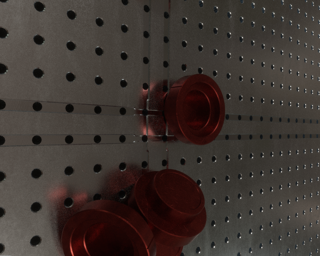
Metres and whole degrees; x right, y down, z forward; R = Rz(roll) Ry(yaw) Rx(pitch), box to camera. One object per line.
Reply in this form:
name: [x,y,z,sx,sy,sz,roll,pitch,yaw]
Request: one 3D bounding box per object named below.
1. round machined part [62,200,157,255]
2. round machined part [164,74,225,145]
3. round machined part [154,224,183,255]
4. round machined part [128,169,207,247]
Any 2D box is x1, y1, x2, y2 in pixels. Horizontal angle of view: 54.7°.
round machined part: [-0.050,0.120,0.331,0.042,0.098,0.097,-43,121,-67]
round machined part: [0.045,-0.025,0.438,0.099,0.042,0.097,0,90,-40]
round machined part: [-0.007,0.142,0.394,0.099,0.042,0.097,0,91,-40]
round machined part: [0.015,0.088,0.375,0.099,0.098,0.042,1,132,-40]
